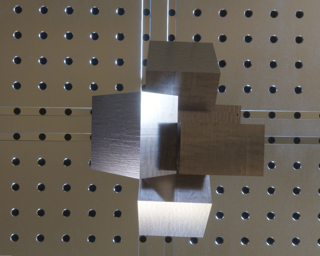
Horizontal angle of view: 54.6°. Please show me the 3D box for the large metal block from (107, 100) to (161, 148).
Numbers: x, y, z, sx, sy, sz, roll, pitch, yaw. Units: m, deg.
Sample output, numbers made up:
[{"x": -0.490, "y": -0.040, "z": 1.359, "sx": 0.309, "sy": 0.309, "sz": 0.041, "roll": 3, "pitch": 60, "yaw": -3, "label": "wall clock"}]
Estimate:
[{"x": -0.028, "y": 0.006, "z": 0.401, "sx": 0.080, "sy": 0.050, "sz": 0.080, "roll": 7, "pitch": 90, "yaw": 0, "label": "large metal block"}]

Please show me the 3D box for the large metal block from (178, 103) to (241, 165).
[{"x": 0.057, "y": 0.011, "z": 0.401, "sx": 0.080, "sy": 0.050, "sz": 0.080, "roll": 3, "pitch": 90, "yaw": 0, "label": "large metal block"}]

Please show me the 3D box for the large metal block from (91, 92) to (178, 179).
[{"x": -0.029, "y": 0.006, "z": 0.328, "sx": 0.080, "sy": 0.050, "sz": 0.080, "roll": 2, "pitch": 91, "yaw": 45, "label": "large metal block"}]

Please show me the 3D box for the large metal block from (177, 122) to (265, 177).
[{"x": 0.060, "y": 0.020, "z": 0.336, "sx": 0.080, "sy": 0.080, "sz": 0.050, "roll": 2, "pitch": 90, "yaw": 0, "label": "large metal block"}]

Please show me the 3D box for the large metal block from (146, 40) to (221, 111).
[{"x": 0.025, "y": -0.066, "z": 0.379, "sx": 0.080, "sy": 0.080, "sz": 0.050, "roll": 2, "pitch": 128, "yaw": 0, "label": "large metal block"}]

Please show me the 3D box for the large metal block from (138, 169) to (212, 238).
[{"x": 0.016, "y": 0.091, "z": 0.380, "sx": 0.080, "sy": 0.050, "sz": 0.080, "roll": 2, "pitch": 135, "yaw": 0, "label": "large metal block"}]
